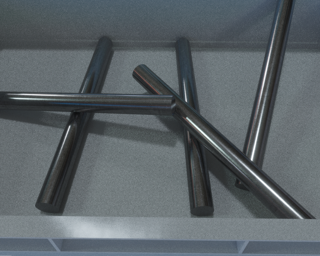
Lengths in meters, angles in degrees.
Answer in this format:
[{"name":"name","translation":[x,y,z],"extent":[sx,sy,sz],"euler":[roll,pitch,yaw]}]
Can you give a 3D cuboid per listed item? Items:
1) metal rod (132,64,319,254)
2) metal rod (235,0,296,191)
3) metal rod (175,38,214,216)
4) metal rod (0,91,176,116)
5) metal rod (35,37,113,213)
[{"name":"metal rod","translation":[0.061,0.014,0.359],"extent":[0.025,0.025,0.300],"euler":[-30,56,-23]},{"name":"metal rod","translation":[0.143,-0.063,0.406],"extent":[0.025,0.025,0.300],"euler":[15,68,12]},{"name":"metal rod","translation":[0.042,-0.026,0.426],"extent":[0.025,0.025,0.300],"euler":[-1,50,-1]},{"name":"metal rod","translation":[-0.130,-0.034,0.402],"extent":[0.301,0.025,0.025],"euler":[3,50,14]},{"name":"metal rod","translation":[-0.107,-0.029,0.428],"extent":[0.025,0.025,0.300],"euler":[4,50,3]}]
